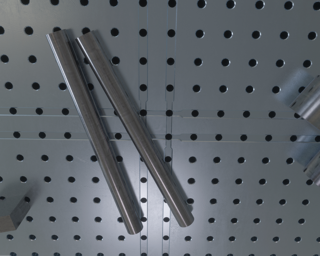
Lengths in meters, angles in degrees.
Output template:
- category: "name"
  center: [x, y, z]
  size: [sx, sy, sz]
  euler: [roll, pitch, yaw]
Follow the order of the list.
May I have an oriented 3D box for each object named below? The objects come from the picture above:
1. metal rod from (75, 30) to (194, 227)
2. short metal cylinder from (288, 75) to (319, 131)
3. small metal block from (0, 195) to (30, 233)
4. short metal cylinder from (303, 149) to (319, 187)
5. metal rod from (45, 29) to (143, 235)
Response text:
- category: "metal rod"
  center: [-0.025, 0.014, 0.418]
  size: [0.025, 0.025, 0.299]
  euler: [-25, 109, 8]
- category: "short metal cylinder"
  center: [0.207, -0.020, 0.379]
  size: [0.080, 0.080, 0.050]
  euler: [35, 106, -12]
- category: "small metal block"
  center: [-0.224, 0.124, 0.444]
  size: [0.050, 0.050, 0.025]
  euler: [-10, 110, 3]
- category: "short metal cylinder"
  center: [0.240, 0.061, 0.409]
  size: [0.080, 0.080, 0.050]
  euler: [29, 107, -11]
- category: "metal rod"
  center: [-0.081, 0.019, 0.419]
  size: [0.025, 0.025, 0.298]
  euler: [-16, 110, 6]
